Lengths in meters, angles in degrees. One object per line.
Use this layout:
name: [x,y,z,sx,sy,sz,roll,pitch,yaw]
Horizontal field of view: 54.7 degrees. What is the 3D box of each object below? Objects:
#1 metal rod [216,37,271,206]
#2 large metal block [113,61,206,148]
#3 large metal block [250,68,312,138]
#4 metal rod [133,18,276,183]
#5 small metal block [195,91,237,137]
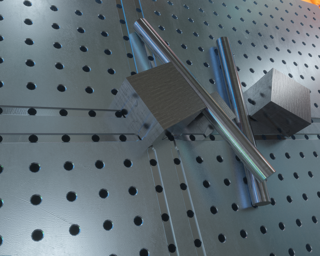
metal rod: [0.126,-0.027,0.492,0.025,0.025,0.299,9,58,-24]
large metal block: [0.000,-0.033,0.412,0.081,0.050,0.080,-28,77,-37]
large metal block: [0.206,-0.043,0.529,0.080,0.050,0.080,27,52,-12]
metal rod: [0.050,-0.051,0.436,0.025,0.025,0.299,-20,63,-36]
small metal block: [0.077,-0.022,0.463,0.050,0.025,0.050,-27,77,-37]
